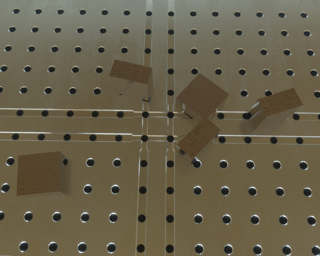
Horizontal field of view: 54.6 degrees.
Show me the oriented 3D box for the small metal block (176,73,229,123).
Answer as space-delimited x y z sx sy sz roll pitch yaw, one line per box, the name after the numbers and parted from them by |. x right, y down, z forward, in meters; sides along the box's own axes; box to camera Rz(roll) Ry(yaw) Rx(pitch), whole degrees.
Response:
0.057 -0.039 0.426 0.050 0.025 0.050 39 74 13 | small metal block

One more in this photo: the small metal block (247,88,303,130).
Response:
0.150 -0.024 0.408 0.050 0.050 0.025 -18 71 -6 | small metal block

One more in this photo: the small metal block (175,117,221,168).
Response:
0.047 0.020 0.392 0.025 0.050 0.050 43 76 14 | small metal block

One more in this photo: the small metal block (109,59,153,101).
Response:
-0.037 -0.064 0.422 0.050 0.050 0.025 14 71 5 | small metal block

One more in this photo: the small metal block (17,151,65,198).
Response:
-0.148 0.059 0.389 0.050 0.025 0.050 -6 70 -2 | small metal block
